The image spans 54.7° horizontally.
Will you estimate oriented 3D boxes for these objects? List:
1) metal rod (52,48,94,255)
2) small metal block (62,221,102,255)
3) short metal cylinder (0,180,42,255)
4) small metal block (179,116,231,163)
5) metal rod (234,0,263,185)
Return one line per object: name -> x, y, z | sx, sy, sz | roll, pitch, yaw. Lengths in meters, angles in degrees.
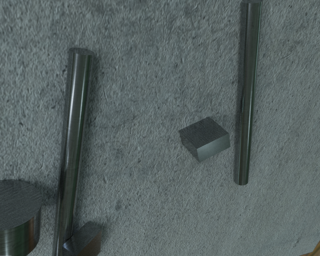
metal rod -> -0.110, 0.053, 0.379 | 0.025, 0.025, 0.298 | -1, 119, -28
small metal block -> -0.109, 0.170, 0.434 | 0.050, 0.025, 0.050 | -39, 146, -49
short metal cylinder -> -0.173, 0.101, 0.339 | 0.081, 0.080, 0.050 | -2, 119, -28
small metal block -> 0.062, 0.015, 0.434 | 0.050, 0.050, 0.025 | -25, 128, -13
metal rod -> 0.126, -0.031, 0.456 | 0.025, 0.025, 0.298 | -19, 126, -17
